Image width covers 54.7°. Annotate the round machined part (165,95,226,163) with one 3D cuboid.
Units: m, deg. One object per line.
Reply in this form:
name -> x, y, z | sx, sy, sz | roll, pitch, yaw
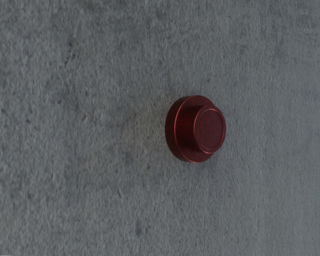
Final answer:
round machined part -> 0.058, 0.002, 0.444 | 0.099, 0.042, 0.097 | 0, 90, -40
